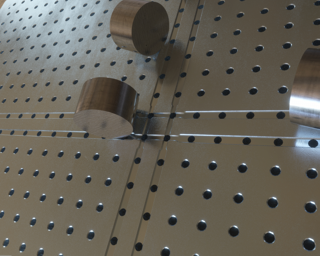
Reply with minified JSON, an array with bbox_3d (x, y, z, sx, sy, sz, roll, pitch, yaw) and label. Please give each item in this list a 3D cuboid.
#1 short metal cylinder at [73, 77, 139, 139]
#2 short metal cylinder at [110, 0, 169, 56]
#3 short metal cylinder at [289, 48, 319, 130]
[{"bbox_3d":[-0.073,-0.026,0.427,0.080,0.080,0.050,-6,59,25],"label":"short metal cylinder"},{"bbox_3d":[-0.031,-0.159,0.487,0.050,0.080,0.080,26,76,37],"label":"short metal cylinder"},{"bbox_3d":[0.168,-0.037,0.308,0.050,0.080,0.080,15,70,34],"label":"short metal cylinder"}]
